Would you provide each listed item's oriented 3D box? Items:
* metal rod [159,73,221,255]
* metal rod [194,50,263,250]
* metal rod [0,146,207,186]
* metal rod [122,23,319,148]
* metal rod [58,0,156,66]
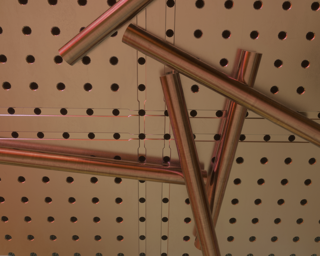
[{"bbox_3d":[0.047,0.075,0.414,0.025,0.025,0.298,-13,102,4],"label":"metal rod"},{"bbox_3d":[0.089,0.044,0.431,0.025,0.025,0.298,8,110,-4],"label":"metal rod"},{"bbox_3d":[-0.085,0.053,0.431,0.302,0.025,0.025,7,110,-3],"label":"metal rod"},{"bbox_3d":[0.093,-0.043,0.373,0.301,0.025,0.025,28,108,0],"label":"metal rod"},{"bbox_3d":[0.006,-0.170,0.350,0.300,0.025,0.025,-35,107,11],"label":"metal rod"}]
